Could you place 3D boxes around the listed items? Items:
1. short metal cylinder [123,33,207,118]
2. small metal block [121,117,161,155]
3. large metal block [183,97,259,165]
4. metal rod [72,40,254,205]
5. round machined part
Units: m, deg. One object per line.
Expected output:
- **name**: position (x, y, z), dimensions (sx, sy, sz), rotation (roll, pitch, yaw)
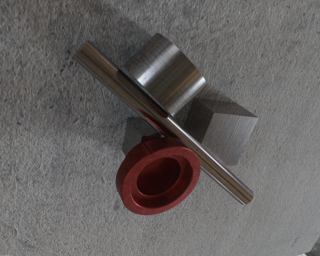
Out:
- **short metal cylinder**: position (0.005, -0.057, 0.342), dimensions (0.050, 0.080, 0.080), rotation (-45, 130, 2)
- **small metal block**: position (-0.025, 0.019, 0.392), dimensions (0.025, 0.050, 0.050), rotation (-2, 120, -28)
- **large metal block**: position (0.080, 0.006, 0.442), dimensions (0.081, 0.050, 0.079), rotation (4, 116, -31)
- **metal rod**: position (0.021, 0.009, 0.379), dimensions (0.025, 0.025, 0.300), rotation (-47, 115, 4)
- **round machined part**: position (-0.005, 0.051, 0.364), dimensions (0.099, 0.042, 0.097), rotation (-14, 126, -20)
